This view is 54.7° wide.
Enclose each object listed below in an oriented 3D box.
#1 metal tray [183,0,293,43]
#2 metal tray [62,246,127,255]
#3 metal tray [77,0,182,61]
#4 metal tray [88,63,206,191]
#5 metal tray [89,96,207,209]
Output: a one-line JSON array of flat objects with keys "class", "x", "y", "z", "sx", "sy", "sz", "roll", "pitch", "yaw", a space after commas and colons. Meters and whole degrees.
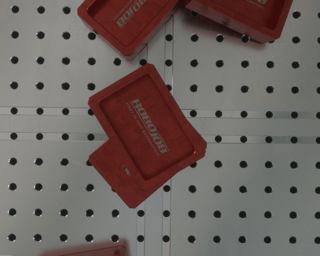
[{"class": "metal tray", "x": 0.105, "y": -0.176, "z": 0.396, "sx": 0.131, "sy": 0.030, "sz": 0.090, "roll": 19, "pitch": 90, "yaw": -15}, {"class": "metal tray", "x": -0.104, "y": 0.215, "z": 0.409, "sx": 0.131, "sy": 0.030, "sz": 0.089, "roll": -9, "pitch": 90, "yaw": -1}, {"class": "metal tray", "x": -0.032, "y": -0.167, "z": 0.410, "sx": 0.090, "sy": 0.030, "sz": 0.130, "roll": 42, "pitch": 90, "yaw": -1}, {"class": "metal tray", "x": -0.016, "y": -0.001, "z": 0.380, "sx": 0.090, "sy": 0.030, "sz": 0.130, "roll": -31, "pitch": 90, "yaw": -1}, {"class": "metal tray", "x": -0.016, "y": 0.031, "z": 0.411, "sx": 0.130, "sy": 0.030, "sz": 0.090, "roll": -40, "pitch": 91, "yaw": -1}]
